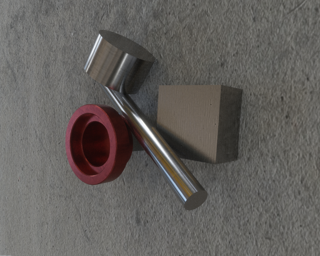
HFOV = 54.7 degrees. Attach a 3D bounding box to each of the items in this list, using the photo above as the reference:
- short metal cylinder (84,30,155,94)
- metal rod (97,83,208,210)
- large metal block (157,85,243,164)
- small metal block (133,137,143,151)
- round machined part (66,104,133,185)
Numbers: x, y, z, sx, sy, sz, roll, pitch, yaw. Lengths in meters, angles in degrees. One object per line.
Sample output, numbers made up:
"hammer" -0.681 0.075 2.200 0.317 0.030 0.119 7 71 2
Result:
"short metal cylinder" -0.053 -0.088 0.413 0.080 0.081 0.050 45 117 30
"metal rod" -0.036 -0.017 0.385 0.300 0.025 0.025 51 121 44
"large metal block" 0.043 -0.006 0.353 0.080 0.050 0.079 6 94 39
"small metal block" -0.045 0.007 0.426 0.025 0.050 0.050 -3 89 40
"round machined part" -0.072 0.019 0.388 0.098 0.042 0.097 2 92 39
